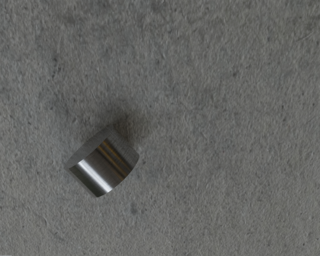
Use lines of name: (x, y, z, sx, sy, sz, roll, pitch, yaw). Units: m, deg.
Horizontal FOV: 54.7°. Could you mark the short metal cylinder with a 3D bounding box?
short metal cylinder: (-0.074, 0.041, 0.395, 0.080, 0.080, 0.050, -36, 107, 12)
